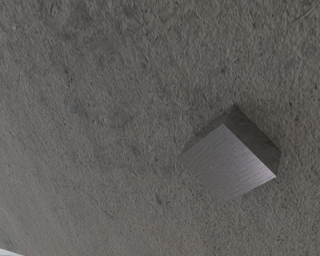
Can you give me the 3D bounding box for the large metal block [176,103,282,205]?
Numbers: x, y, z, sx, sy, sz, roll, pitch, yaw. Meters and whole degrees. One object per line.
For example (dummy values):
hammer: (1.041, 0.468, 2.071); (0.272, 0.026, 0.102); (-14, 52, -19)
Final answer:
large metal block: (0.082, 0.032, 0.368); (0.080, 0.050, 0.080); (45, 129, -3)
